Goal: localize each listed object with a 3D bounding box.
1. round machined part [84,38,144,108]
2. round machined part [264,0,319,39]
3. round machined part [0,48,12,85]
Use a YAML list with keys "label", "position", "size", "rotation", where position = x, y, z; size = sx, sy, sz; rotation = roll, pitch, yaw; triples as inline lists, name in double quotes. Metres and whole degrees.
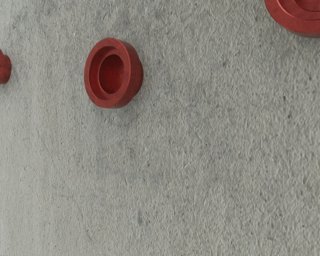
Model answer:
- label: "round machined part"
  position: [-0.062, -0.076, 0.446]
  size: [0.098, 0.042, 0.097]
  rotation: [0, 90, 40]
- label: "round machined part"
  position: [0.147, -0.128, 0.273]
  size: [0.098, 0.042, 0.097]
  rotation: [0, 90, 40]
- label: "round machined part"
  position: [-0.374, -0.136, 0.703]
  size: [0.098, 0.042, 0.097]
  rotation: [0, 90, 40]
